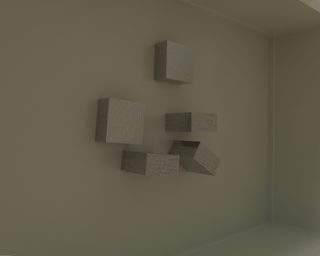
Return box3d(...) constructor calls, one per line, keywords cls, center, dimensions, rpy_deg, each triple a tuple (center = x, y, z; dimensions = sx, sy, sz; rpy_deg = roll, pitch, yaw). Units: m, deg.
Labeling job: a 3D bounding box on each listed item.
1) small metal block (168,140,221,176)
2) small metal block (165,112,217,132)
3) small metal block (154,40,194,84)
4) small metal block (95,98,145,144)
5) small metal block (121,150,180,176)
box3d(cls="small metal block", center=(0.048, 0.042, 0.433), dimensions=(0.050, 0.050, 0.025), rpy_deg=(40, 66, -33))
box3d(cls="small metal block", center=(0.043, -0.008, 0.429), dimensions=(0.050, 0.050, 0.025), rpy_deg=(0, 90, -40))
box3d(cls="small metal block", center=(0.020, -0.088, 0.425), dimensions=(0.050, 0.025, 0.050), rpy_deg=(2, 89, -40))
box3d(cls="small metal block", center=(-0.047, -0.007, 0.369), dimensions=(0.050, 0.025, 0.050), rpy_deg=(6, 86, -40))
box3d(cls="small metal block", center=(-0.012, 0.043, 0.382), dimensions=(0.050, 0.050, 0.025), rpy_deg=(8, 85, -40))
